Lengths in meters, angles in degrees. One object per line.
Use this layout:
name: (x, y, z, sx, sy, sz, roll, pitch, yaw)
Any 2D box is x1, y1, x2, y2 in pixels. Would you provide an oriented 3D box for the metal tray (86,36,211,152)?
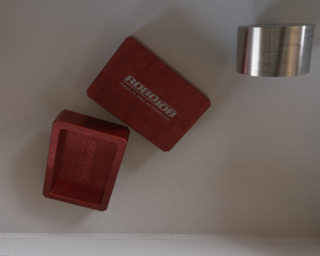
metal tray: (-0.013, -0.041, 0.393, 0.130, 0.030, 0.090, 37, 105, -13)

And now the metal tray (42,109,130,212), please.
metal tray: (-0.100, 0.047, 0.411, 0.091, 0.030, 0.129, 16, 120, -7)

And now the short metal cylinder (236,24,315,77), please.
short metal cylinder: (0.128, -0.090, 0.351, 0.081, 0.080, 0.050, -3, 110, 0)
